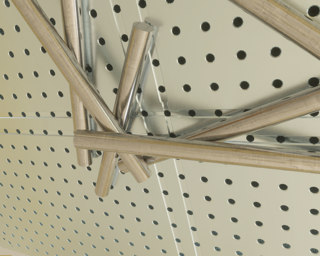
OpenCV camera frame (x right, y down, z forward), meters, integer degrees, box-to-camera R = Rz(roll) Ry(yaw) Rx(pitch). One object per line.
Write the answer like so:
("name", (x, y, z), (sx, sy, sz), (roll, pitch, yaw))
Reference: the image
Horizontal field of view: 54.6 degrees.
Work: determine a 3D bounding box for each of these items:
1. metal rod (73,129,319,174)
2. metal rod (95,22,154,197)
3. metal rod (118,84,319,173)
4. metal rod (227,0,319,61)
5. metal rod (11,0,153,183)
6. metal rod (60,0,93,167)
("metal rod", (0.041, 0.027, 0.368), (0.301, 0.025, 0.025), (5, 121, 12))
("metal rod", (-0.059, -0.003, 0.440), (0.025, 0.025, 0.298), (28, 128, 10))
("metal rod", (0.057, 0.011, 0.388), (0.299, 0.025, 0.025), (-22, 107, 36))
("metal rod", (0.114, -0.101, 0.288), (0.300, 0.025, 0.025), (35, 129, 4))
("metal rod", (-0.100, -0.054, 0.397), (0.025, 0.025, 0.299), (-23, 106, 36))
("metal rod", (-0.114, -0.068, 0.429), (0.025, 0.025, 0.298), (17, 125, 18))
